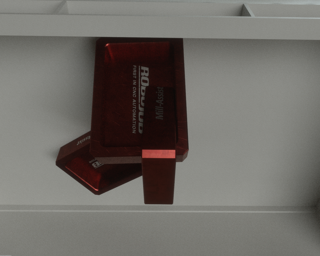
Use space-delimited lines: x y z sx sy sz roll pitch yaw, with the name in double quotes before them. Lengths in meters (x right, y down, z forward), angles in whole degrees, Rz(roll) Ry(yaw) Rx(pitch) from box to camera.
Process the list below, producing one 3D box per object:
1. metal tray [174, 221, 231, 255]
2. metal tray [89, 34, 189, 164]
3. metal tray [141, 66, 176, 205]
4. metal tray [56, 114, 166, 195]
"metal tray" 0.079 0.234 0.608 0.091 0.030 0.129 3 130 -3
"metal tray" -0.020 -0.031 0.315 0.091 0.130 0.030 -1 161 1
"metal tray" 0.000 0.005 0.338 0.030 0.130 0.089 1 137 0
"metal tray" -0.068 0.040 0.438 0.130 0.030 0.090 -27 125 21
